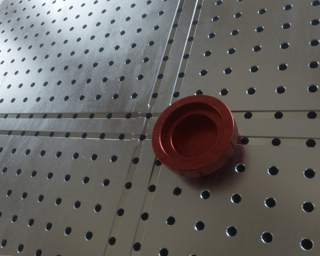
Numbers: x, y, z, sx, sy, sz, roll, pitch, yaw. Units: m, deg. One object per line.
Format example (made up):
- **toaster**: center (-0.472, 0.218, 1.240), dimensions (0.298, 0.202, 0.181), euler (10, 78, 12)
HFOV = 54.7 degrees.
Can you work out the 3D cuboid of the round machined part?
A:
- **round machined part**: center (0.043, 0.013, 0.366), dimensions (0.098, 0.042, 0.098), euler (-13, 56, 20)
